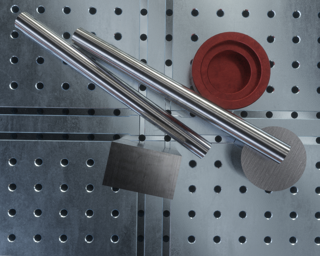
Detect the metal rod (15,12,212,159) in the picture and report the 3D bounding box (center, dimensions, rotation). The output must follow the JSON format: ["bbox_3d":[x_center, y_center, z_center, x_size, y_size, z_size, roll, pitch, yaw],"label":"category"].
[{"bbox_3d":[-0.061,-0.056,0.412,0.301,0.025,0.025,35,90,-1],"label":"metal rod"}]

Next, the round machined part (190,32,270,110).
[{"bbox_3d":[0.089,-0.072,0.406,0.099,0.042,0.097,0,90,-1],"label":"round machined part"}]

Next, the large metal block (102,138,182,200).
[{"bbox_3d":[-0.020,0.047,0.386,0.080,0.080,0.050,12,90,-1],"label":"large metal block"}]

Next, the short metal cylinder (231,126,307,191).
[{"bbox_3d":[0.139,0.037,0.403,0.081,0.050,0.079,0,90,-1],"label":"short metal cylinder"}]

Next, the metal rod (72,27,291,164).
[{"bbox_3d":[0.017,-0.046,0.385,0.301,0.025,0.025,31,90,11],"label":"metal rod"}]
